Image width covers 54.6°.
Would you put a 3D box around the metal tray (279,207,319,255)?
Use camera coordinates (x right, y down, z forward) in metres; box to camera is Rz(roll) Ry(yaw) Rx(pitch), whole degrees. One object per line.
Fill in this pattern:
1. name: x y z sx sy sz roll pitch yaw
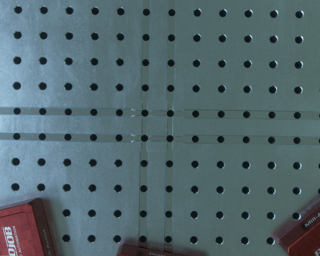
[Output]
1. metal tray: 0.240 0.150 0.412 0.130 0.030 0.090 -39 90 0

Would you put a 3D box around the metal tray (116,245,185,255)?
1. metal tray: 0.001 0.215 0.410 0.131 0.030 0.090 10 90 0

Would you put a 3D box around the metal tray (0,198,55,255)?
1. metal tray: -0.192 0.168 0.409 0.090 0.030 0.129 -14 90 0
